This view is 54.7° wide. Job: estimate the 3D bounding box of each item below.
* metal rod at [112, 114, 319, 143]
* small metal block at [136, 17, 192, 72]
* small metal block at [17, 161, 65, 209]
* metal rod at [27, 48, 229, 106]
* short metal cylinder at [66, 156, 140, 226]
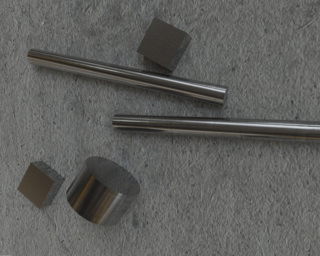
[{"bbox_3d":[0.082,0.000,0.379,0.301,0.025,0.025,3,91,19],"label":"metal rod"},{"bbox_3d":[0.006,-0.109,0.407,0.050,0.025,0.050,32,100,17],"label":"small metal block"},{"bbox_3d":[-0.182,0.086,0.473,0.050,0.025,0.050,33,101,16],"label":"small metal block"},{"bbox_3d":[-0.057,-0.074,0.428,0.301,0.025,0.025,15,95,19],"label":"metal rod"},{"bbox_3d":[-0.073,0.081,0.406,0.080,0.080,0.050,37,102,16],"label":"short metal cylinder"}]
